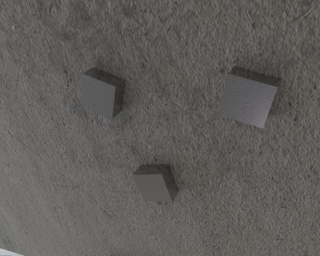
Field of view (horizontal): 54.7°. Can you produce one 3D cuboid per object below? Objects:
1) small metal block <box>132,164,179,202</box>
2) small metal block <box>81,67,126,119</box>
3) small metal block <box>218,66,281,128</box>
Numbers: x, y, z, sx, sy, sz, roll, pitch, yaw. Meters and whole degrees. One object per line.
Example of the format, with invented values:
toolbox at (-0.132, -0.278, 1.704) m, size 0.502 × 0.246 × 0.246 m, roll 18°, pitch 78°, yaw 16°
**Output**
small metal block at (-0.006, 0.082, 0.461) m, size 0.050 × 0.025 × 0.050 m, roll -6°, pitch 115°, yaw 31°
small metal block at (-0.077, -0.048, 0.418) m, size 0.050 × 0.025 × 0.050 m, roll 23°, pitch 127°, yaw 14°
small metal block at (0.096, -0.034, 0.335) m, size 0.050 × 0.025 × 0.050 m, roll 19°, pitch 126°, yaw 16°
